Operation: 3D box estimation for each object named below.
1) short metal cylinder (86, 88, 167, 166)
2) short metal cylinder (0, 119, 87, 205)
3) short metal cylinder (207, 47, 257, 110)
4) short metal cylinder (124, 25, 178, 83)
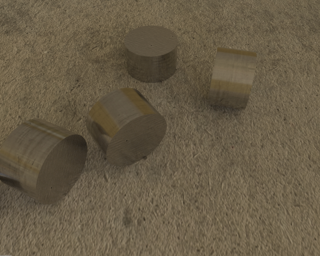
[{"bbox_3d":[-0.039,-0.001,0.368,0.081,0.080,0.050,-27,55,-21],"label":"short metal cylinder"},{"bbox_3d":[-0.125,0.035,0.337,0.050,0.080,0.080,21,53,17],"label":"short metal cylinder"},{"bbox_3d":[0.097,-0.067,0.425,0.050,0.080,0.080,10,51,8],"label":"short metal cylinder"},{"bbox_3d":[-0.013,-0.116,0.484,0.080,0.050,0.080,0,50,0],"label":"short metal cylinder"}]
